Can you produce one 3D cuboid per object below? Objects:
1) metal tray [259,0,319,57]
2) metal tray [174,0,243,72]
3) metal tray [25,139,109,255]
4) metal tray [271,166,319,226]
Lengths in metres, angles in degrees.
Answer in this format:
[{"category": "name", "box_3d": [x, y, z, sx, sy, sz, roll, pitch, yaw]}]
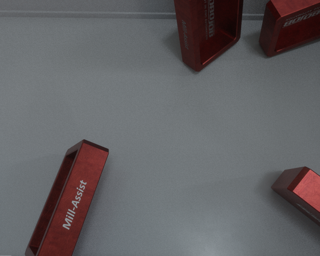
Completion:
[{"category": "metal tray", "box_3d": [0.207, -0.154, 0.421, 0.131, 0.090, 0.030, -21, 68, 2]}, {"category": "metal tray", "box_3d": [0.067, -0.146, 0.405, 0.090, 0.130, 0.030, -39, 61, -13]}, {"category": "metal tray", "box_3d": [-0.103, 0.083, 0.341, 0.030, 0.090, 0.130, 25, 68, -21]}, {"category": "metal tray", "box_3d": [0.193, 0.097, 0.338, 0.130, 0.090, 0.030, 39, 87, 13]}]
